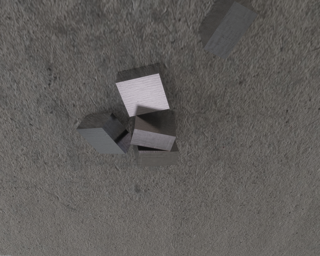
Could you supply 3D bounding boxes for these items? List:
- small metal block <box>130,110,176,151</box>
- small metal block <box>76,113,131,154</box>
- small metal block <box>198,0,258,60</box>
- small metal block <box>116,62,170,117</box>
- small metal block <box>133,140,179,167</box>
[{"bbox_3d":[-0.008,-0.001,0.389,0.050,0.050,0.025,11,129,-10],"label":"small metal block"},{"bbox_3d":[-0.071,0.008,0.400,0.050,0.025,0.050,-3,136,39],"label":"small metal block"},{"bbox_3d":[0.064,-0.104,0.303,0.025,0.050,0.050,21,127,-17],"label":"small metal block"},{"bbox_3d":[-0.019,-0.045,0.369,0.050,0.025,0.050,-11,129,9],"label":"small metal block"},{"bbox_3d":[-0.007,0.023,0.404,0.050,0.050,0.025,-2,132,-14],"label":"small metal block"}]
